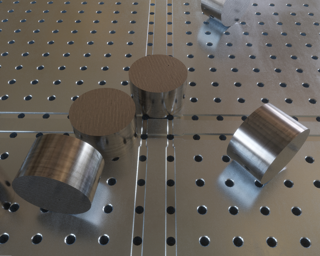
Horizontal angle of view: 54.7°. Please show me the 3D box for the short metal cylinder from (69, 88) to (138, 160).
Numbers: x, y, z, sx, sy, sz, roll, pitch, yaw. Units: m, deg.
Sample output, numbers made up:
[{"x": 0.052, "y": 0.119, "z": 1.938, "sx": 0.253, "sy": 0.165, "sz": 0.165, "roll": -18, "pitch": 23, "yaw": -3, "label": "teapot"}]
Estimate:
[{"x": -0.070, "y": -0.006, "z": 0.396, "sx": 0.081, "sy": 0.050, "sz": 0.080, "roll": 0, "pitch": 50, "yaw": 0, "label": "short metal cylinder"}]

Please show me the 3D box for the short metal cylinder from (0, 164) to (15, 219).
[{"x": -0.208, "y": 0.066, "z": 0.334, "sx": 0.081, "sy": 0.050, "sz": 0.080, "roll": 0, "pitch": 50, "yaw": 0, "label": "short metal cylinder"}]

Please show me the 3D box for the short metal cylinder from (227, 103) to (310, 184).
[{"x": 0.124, "y": 0.018, "z": 0.357, "sx": 0.081, "sy": 0.080, "sz": 0.050, "roll": -32, "pitch": 57, "yaw": -24, "label": "short metal cylinder"}]

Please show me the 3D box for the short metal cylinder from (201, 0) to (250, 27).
[{"x": 0.122, "y": -0.236, "z": 0.571, "sx": 0.080, "sy": 0.080, "sz": 0.050, "roll": -33, "pitch": 58, "yaw": -25, "label": "short metal cylinder"}]

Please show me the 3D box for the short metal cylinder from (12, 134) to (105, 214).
[{"x": -0.105, "y": 0.050, "z": 0.329, "sx": 0.080, "sy": 0.080, "sz": 0.050, "roll": 7, "pitch": 51, "yaw": 6, "label": "short metal cylinder"}]

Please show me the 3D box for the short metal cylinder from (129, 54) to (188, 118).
[{"x": -0.003, "y": -0.060, "z": 0.442, "sx": 0.081, "sy": 0.050, "sz": 0.080, "roll": 0, "pitch": 50, "yaw": 0, "label": "short metal cylinder"}]
